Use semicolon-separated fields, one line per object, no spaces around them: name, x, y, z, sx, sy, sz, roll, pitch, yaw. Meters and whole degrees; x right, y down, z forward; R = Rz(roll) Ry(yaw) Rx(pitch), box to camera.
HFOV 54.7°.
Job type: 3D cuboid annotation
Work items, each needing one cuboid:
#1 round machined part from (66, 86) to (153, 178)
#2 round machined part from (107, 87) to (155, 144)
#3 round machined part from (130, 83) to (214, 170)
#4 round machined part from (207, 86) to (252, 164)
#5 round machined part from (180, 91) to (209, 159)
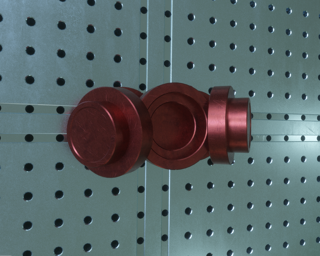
round machined part;-0.060;0.005;0.328;0.042;0.098;0.097;-9;94;-58
round machined part;-0.045;-0.003;0.387;0.099;0.042;0.097;0;90;-21
round machined part;0.011;-0.002;0.363;0.099;0.042;0.097;0;90;-21
round machined part;0.089;-0.004;0.384;0.042;0.098;0.097;0;90;20
round machined part;0.047;-0.003;0.422;0.099;0.042;0.097;0;90;-21
